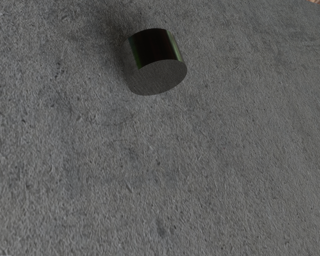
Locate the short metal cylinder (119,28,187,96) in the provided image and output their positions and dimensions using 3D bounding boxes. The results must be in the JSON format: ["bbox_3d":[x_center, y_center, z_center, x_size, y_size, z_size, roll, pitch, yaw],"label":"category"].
[{"bbox_3d":[-0.010,-0.086,0.415,0.081,0.080,0.050,-4,64,-30],"label":"short metal cylinder"}]
